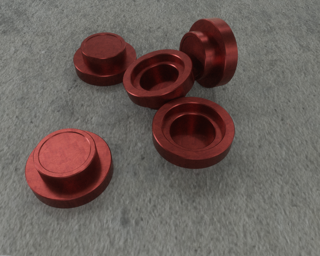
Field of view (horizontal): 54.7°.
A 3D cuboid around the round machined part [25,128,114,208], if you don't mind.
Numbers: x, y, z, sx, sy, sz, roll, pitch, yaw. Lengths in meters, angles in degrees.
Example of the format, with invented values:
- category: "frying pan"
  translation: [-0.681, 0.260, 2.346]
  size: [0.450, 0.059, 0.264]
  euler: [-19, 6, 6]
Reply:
- category: "round machined part"
  translation: [-0.106, 0.039, 0.358]
  size: [0.099, 0.042, 0.098]
  euler: [0, 50, 0]

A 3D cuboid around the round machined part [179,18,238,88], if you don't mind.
- category: "round machined part"
  translation: [0.062, -0.105, 0.442]
  size: [0.042, 0.097, 0.098]
  euler: [-15, 51, -24]

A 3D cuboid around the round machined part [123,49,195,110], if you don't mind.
- category: "round machined part"
  translation: [0.001, -0.064, 0.435]
  size: [0.098, 0.042, 0.098]
  euler: [-10, 48, 11]

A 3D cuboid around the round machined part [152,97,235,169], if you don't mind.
- category: "round machined part"
  translation: [0.040, 0.010, 0.384]
  size: [0.099, 0.042, 0.098]
  euler: [0, 50, 0]

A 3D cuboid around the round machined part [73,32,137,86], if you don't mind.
- category: "round machined part"
  translation: [-0.086, -0.114, 0.487]
  size: [0.099, 0.042, 0.098]
  euler: [0, 50, 0]
